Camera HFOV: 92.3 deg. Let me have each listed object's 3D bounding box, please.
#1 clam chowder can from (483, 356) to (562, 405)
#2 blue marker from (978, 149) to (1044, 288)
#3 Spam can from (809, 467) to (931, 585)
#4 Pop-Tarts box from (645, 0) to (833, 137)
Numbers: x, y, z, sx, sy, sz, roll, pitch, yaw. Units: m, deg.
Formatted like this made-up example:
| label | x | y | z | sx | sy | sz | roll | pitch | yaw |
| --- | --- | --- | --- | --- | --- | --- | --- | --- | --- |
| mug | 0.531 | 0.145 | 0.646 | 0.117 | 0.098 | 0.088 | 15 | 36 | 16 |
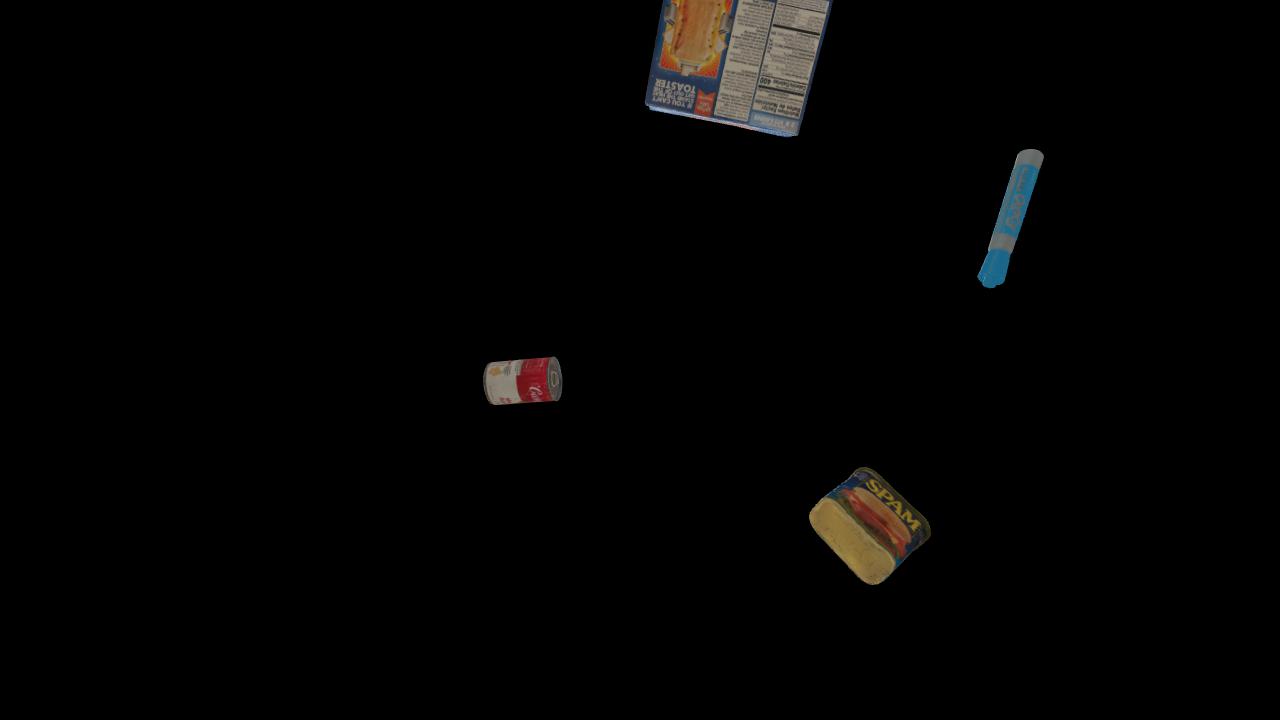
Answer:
| label | x | y | z | sx | sy | sz | roll | pitch | yaw |
| --- | --- | --- | --- | --- | --- | --- | --- | --- | --- |
| clam chowder can | -0.176 | 0.032 | 0.927 | 0.102 | 0.068 | 0.068 | -4 | -1 | 9 |
| blue marker | 0.292 | -0.111 | 0.485 | 0.020 | 0.121 | 0.020 | 23 | -12 | 5 |
| Spam can | 0.245 | 0.177 | 0.661 | 0.085 | 0.058 | 0.101 | -19 | 55 | -40 |
| Pop-Tarts box | 0.102 | -0.328 | 0.658 | 0.167 | 0.141 | 0.083 | 13 | 19 | 4 |
